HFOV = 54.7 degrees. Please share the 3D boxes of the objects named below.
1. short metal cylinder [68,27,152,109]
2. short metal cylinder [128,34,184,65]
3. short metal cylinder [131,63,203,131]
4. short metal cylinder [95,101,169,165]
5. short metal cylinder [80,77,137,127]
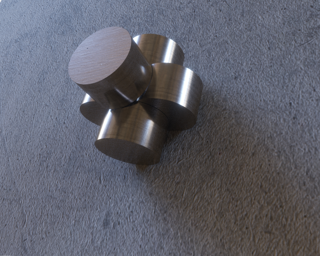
[{"bbox_3d":[-0.056,-0.069,0.356,0.080,0.050,0.080,-13,56,20],"label":"short metal cylinder"},{"bbox_3d":[-0.010,-0.082,0.424,0.080,0.080,0.050,-2,61,27],"label":"short metal cylinder"},{"bbox_3d":[0.010,-0.036,0.386,0.080,0.080,0.050,0,62,28],"label":"short metal cylinder"},{"bbox_3d":[-0.034,0.008,0.381,0.080,0.080,0.050,0,62,28],"label":"short metal cylinder"},{"bbox_3d":[-0.062,-0.036,0.423,0.080,0.080,0.050,-1,62,27],"label":"short metal cylinder"}]
